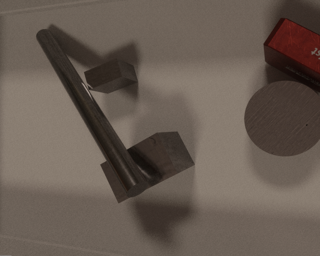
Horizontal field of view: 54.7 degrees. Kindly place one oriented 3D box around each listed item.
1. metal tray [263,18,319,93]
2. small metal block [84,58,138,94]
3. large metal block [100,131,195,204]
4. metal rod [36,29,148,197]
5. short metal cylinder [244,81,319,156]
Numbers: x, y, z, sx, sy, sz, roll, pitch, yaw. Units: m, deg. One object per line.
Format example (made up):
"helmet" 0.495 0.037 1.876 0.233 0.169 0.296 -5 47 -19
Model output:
"metal tray" 0.172 -0.057 0.315 0.130 0.090 0.030 35 101 16
"small metal block" -0.065 -0.069 0.419 0.050 0.050 0.025 -18 84 19
"large metal block" -0.012 0.046 0.385 0.080 0.080 0.050 -30 81 17
"metal rod" -0.099 -0.039 0.393 0.025 0.025 0.300 -46 57 14
"short metal cylinder" 0.138 -0.010 0.348 0.080 0.050 0.079 0 90 19
